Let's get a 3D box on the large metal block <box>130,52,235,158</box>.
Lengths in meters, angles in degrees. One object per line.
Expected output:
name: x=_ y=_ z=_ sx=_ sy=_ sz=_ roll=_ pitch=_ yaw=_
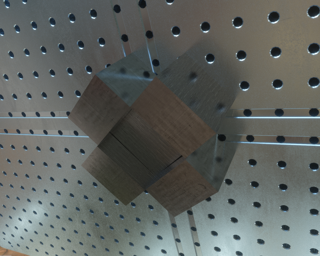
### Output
large metal block: x=0.028 y=-0.028 z=0.344 sx=0.080 sy=0.080 sz=0.050 roll=43 pitch=129 yaw=-2

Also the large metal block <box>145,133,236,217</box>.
large metal block: x=0.039 y=0.053 z=0.390 sx=0.050 sy=0.080 sz=0.080 roll=45 pitch=129 yaw=-3

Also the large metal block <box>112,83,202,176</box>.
large metal block: x=-0.001 y=0.002 z=0.396 sx=0.080 sy=0.050 sz=0.080 roll=45 pitch=131 yaw=-1

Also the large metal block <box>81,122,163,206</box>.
large metal block: x=-0.045 y=0.044 z=0.427 sx=0.080 sy=0.080 sz=0.050 roll=43 pitch=129 yaw=-2

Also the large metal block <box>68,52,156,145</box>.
large metal block: x=-0.055 y=-0.037 z=0.383 sx=0.050 sy=0.080 sz=0.080 roll=44 pitch=129 yaw=-2
